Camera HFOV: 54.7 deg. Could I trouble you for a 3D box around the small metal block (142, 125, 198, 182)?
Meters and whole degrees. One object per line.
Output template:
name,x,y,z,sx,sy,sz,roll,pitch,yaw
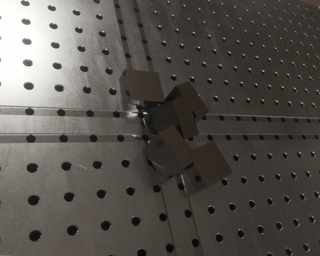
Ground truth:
small metal block,0.011,0.032,0.380,0.025,0.050,0.050,-29,78,-38

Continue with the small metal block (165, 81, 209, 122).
small metal block,0.033,-0.028,0.428,0.025,0.050,0.050,-22,74,-36

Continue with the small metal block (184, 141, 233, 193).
small metal block,0.060,0.050,0.412,0.050,0.025,0.050,-18,71,-35

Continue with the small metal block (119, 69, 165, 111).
small metal block,-0.025,-0.052,0.428,0.050,0.025,0.050,2,61,-28

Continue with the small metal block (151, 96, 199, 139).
small metal block,0.018,-0.009,0.400,0.025,0.050,0.050,-18,92,-35
